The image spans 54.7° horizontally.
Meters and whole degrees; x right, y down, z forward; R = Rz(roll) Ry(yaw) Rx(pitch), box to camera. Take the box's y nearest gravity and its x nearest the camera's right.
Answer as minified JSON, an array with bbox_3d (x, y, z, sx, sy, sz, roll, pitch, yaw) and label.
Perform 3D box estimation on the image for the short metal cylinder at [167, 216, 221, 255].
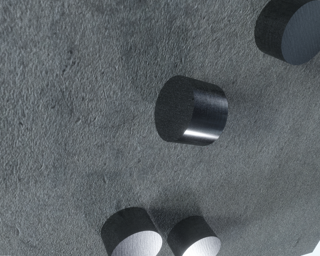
[{"bbox_3d":[0.060,0.204,0.549,0.081,0.050,0.079,-14,124,-21],"label":"short metal cylinder"}]

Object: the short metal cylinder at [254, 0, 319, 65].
[{"bbox_3d":[0.173,-0.129,0.405,0.081,0.050,0.079,-14,124,-21],"label":"short metal cylinder"}]

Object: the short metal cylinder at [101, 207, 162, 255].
[{"bbox_3d":[-0.044,0.168,0.471,0.081,0.050,0.079,-14,124,-21],"label":"short metal cylinder"}]

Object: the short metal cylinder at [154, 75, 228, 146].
[{"bbox_3d":[0.036,-0.020,0.378,0.050,0.080,0.079,9,114,-32],"label":"short metal cylinder"}]
